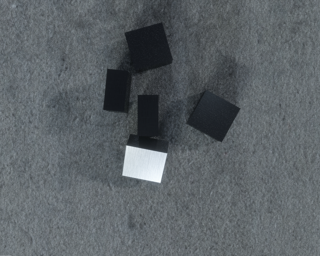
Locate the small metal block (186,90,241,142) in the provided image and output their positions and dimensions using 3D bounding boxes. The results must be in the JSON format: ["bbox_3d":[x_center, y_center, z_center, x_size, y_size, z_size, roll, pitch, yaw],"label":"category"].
[{"bbox_3d":[0.070,-0.015,0.411,0.050,0.025,0.050,29,90,-1],"label":"small metal block"}]

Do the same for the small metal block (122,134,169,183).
[{"bbox_3d":[-0.019,0.039,0.398,0.050,0.025,0.050,11,124,-1],"label":"small metal block"}]

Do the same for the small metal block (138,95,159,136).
[{"bbox_3d":[-0.014,-0.015,0.397,0.025,0.050,0.050,0,90,0],"label":"small metal block"}]

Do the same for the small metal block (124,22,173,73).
[{"bbox_3d":[-0.015,-0.105,0.410,0.050,0.025,0.050,-16,90,-1],"label":"small metal block"}]

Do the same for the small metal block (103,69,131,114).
[{"bbox_3d":[-0.053,-0.045,0.397,0.025,0.050,0.050,6,90,0],"label":"small metal block"}]
